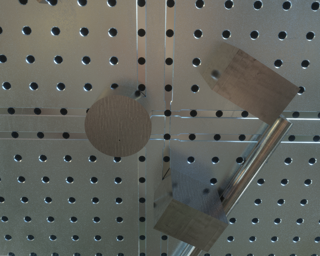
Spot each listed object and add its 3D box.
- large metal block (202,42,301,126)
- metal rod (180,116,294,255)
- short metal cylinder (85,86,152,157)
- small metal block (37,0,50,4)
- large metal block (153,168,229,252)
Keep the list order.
[{"bbox_3d":[0.102,-0.055,0.365,0.080,0.080,0.050,30,107,-11],"label":"large metal block"},{"bbox_3d":[0.097,0.112,0.456,0.025,0.025,0.298,26,108,-10],"label":"metal rod"},{"bbox_3d":[-0.050,-0.010,0.396,0.081,0.050,0.079,0,110,-1],"label":"short metal cylinder"},{"bbox_3d":[-0.134,-0.177,0.346,0.050,0.025,0.050,-41,106,13],"label":"small metal block"},{"bbox_3d":[0.039,0.109,0.425,0.080,0.080,0.050,27,108,-10],"label":"large metal block"}]
